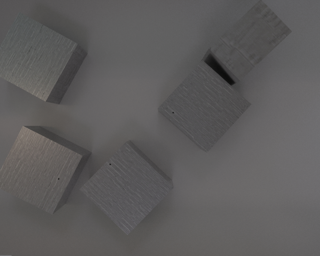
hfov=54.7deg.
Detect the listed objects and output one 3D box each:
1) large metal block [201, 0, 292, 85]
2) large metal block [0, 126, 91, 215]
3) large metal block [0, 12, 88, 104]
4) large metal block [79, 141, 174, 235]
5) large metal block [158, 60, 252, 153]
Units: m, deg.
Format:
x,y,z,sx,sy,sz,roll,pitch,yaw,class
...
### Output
x,y,z,sx,sy,sz,roll,pitch,yaw,class
0.101,-0.098,0.384,0.080,0.080,0.050,-44,90,0,large metal block
-0.147,0.051,0.398,0.080,0.050,0.080,27,90,0,large metal block
-0.154,-0.086,0.398,0.080,0.050,0.080,29,90,0,large metal block
-0.040,0.073,0.398,0.080,0.050,0.080,44,90,0,large metal block
0.054,-0.026,0.399,0.080,0.050,0.080,42,90,0,large metal block
